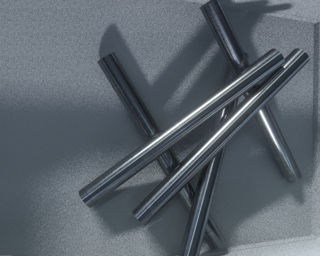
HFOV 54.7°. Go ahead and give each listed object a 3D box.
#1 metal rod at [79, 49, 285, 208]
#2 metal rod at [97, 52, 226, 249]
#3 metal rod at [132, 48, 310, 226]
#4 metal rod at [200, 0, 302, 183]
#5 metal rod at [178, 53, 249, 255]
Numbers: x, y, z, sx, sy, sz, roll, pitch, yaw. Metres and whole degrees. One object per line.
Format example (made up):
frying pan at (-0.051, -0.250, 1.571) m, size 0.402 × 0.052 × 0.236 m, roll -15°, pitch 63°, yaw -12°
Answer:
metal rod at (0.030, -0.002, 0.386) m, size 0.301 × 0.025 × 0.025 m, roll -36°, pitch 103°, yaw -4°
metal rod at (0.007, 0.038, 0.414) m, size 0.025 × 0.025 × 0.299 m, roll -34°, pitch 101°, yaw -17°
metal rod at (0.081, 0.008, 0.400) m, size 0.300 × 0.025 × 0.025 m, roll -44°, pitch 105°, yaw -4°
metal rod at (0.136, -0.038, 0.436) m, size 0.025 × 0.025 × 0.299 m, roll -40°, pitch 113°, yaw -16°
metal rod at (0.076, 0.032, 0.421) m, size 0.025 × 0.025 × 0.299 m, roll 22°, pitch 76°, yaw -19°
